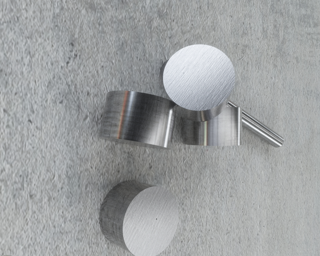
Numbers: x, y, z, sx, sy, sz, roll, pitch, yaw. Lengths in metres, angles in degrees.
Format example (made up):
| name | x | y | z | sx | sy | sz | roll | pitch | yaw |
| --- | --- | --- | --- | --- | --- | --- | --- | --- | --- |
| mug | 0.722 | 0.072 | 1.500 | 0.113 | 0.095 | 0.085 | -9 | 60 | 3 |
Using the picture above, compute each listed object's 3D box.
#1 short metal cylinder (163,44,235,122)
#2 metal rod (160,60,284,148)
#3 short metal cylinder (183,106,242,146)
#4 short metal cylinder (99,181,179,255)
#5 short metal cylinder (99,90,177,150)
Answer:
| name | x | y | z | sx | sy | sz | roll | pitch | yaw |
| --- | --- | --- | --- | --- | --- | --- | --- | --- | --- |
| short metal cylinder | 0.046 | -0.052 | 0.372 | 0.050 | 0.080 | 0.080 | 64 | 39 | -76 |
| metal rod | 0.117 | -0.027 | 0.502 | 0.301 | 0.025 | 0.025 | 26 | 74 | -37 |
| short metal cylinder | 0.072 | -0.002 | 0.430 | 0.081 | 0.080 | 0.050 | 1 | 90 | -40 |
| short metal cylinder | -0.024 | 0.106 | 0.368 | 0.081 | 0.050 | 0.079 | 0 | 90 | -40 |
| short metal cylinder | -0.024 | -0.007 | 0.349 | 0.081 | 0.080 | 0.050 | 15 | 81 | -39 |
